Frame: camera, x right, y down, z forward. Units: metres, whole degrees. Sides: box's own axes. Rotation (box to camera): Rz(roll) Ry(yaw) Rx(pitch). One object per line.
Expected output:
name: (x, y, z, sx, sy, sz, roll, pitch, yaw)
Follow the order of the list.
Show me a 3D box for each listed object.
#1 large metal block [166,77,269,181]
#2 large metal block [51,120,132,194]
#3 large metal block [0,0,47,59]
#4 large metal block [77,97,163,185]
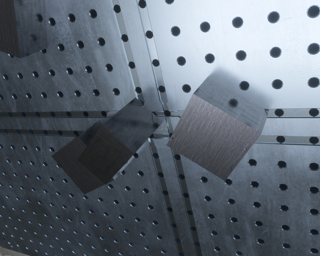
large metal block: (0.066, 0.001, 0.362, 0.080, 0.050, 0.080, 31, 129, 8)
large metal block: (-0.106, 0.047, 0.481, 0.080, 0.050, 0.080, -30, 102, 38)
large metal block: (-0.201, -0.148, 0.411, 0.080, 0.050, 0.079, 21, 127, 15)
large metal block: (-0.052, 0.017, 0.414, 0.050, 0.080, 0.080, 42, 129, -1)
